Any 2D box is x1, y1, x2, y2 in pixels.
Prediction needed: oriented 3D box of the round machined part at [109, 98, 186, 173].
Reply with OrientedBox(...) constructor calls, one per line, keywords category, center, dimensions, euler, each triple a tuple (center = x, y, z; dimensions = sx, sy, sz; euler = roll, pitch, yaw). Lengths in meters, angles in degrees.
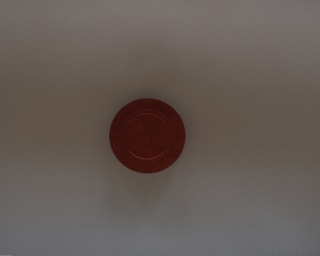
OrientedBox(category="round machined part", center=(-0.016, 0.010, 0.399), dimensions=(0.099, 0.042, 0.097), euler=(0, 90, -1))
